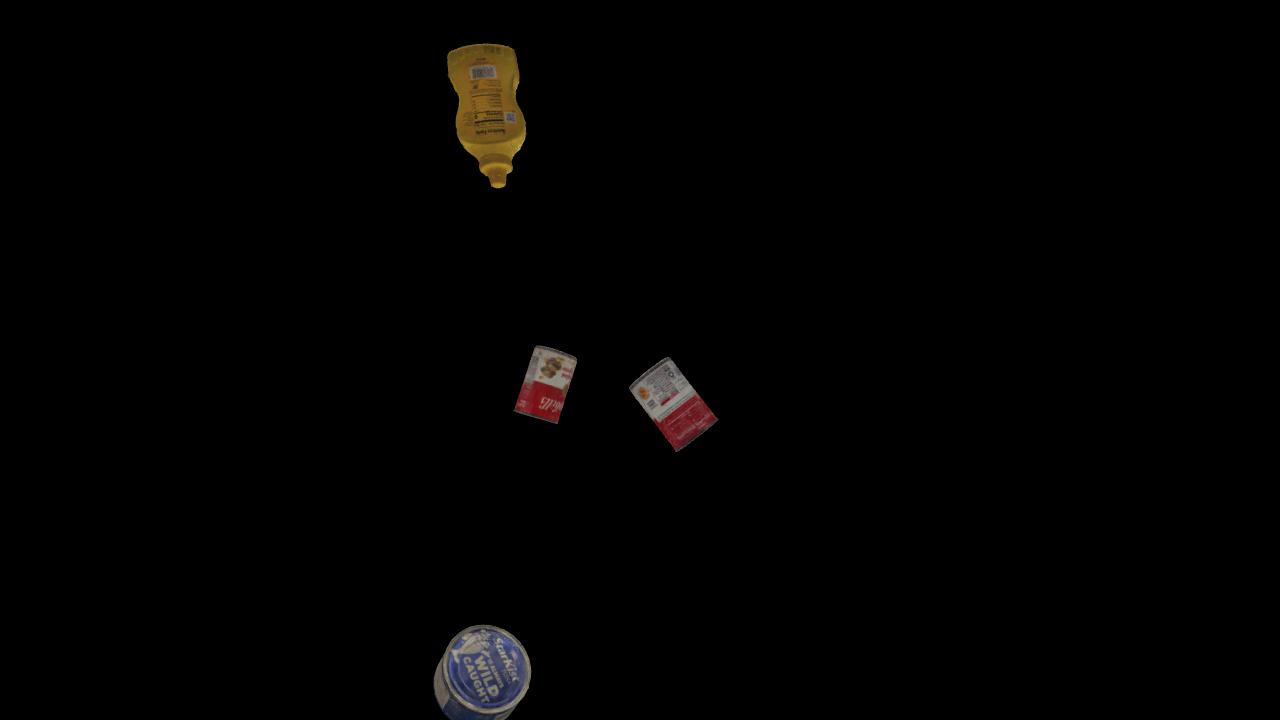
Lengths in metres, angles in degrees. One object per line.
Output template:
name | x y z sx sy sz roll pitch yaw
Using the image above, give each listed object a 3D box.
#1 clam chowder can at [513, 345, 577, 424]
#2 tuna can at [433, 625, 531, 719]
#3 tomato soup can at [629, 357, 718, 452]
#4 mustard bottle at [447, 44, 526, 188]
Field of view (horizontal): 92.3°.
clam chowder can | -0.138 0.036 0.904 0.068 0.102 0.068 16 -8 2
tuna can | -0.146 0.293 0.571 0.084 0.034 0.084 24 27 -13
tomato soup can | 0.041 0.055 0.773 0.068 0.101 0.068 -37 -6 -4
mustard bottle | -0.196 -0.313 0.803 0.092 0.184 0.054 -7 -6 -13
